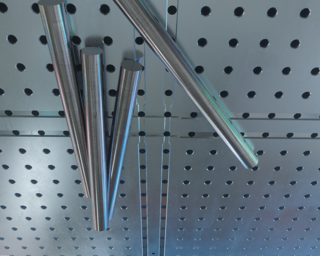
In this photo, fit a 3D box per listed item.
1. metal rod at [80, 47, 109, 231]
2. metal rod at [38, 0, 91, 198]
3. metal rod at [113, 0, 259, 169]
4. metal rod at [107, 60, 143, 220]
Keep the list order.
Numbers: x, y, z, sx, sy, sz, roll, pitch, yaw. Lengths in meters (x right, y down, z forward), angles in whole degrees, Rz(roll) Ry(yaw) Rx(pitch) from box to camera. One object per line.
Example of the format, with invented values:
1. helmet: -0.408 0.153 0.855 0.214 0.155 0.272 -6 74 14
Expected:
1. metal rod: -0.086 0.037 0.424 0.025 0.025 0.298 3 125 -3
2. metal rod: -0.108 -0.011 0.400 0.025 0.025 0.298 0 130 -1
3. metal rod: 0.046 -0.043 0.375 0.025 0.025 0.300 -29 125 22
4. metal rod: -0.063 0.040 0.444 0.025 0.025 0.298 9 130 -8
